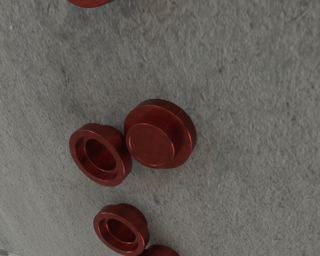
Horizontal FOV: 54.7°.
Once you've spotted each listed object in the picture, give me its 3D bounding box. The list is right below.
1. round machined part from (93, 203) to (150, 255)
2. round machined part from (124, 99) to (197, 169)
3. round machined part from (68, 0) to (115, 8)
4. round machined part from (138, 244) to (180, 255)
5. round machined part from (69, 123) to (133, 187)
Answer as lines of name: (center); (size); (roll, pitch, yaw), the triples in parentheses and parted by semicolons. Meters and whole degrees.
round machined part: (-0.061, 0.169, 0.530); (0.098, 0.042, 0.097); (13, 124, 21)
round machined part: (-0.005, 0.014, 0.406); (0.098, 0.042, 0.097); (13, 124, 20)
round machined part: (-0.071, -0.179, 0.321); (0.098, 0.042, 0.097); (13, 124, 20)
round machined part: (0.001, 0.243, 0.540); (0.098, 0.042, 0.097); (12, 127, 17)
round machined part: (-0.081, 0.035, 0.454); (0.098, 0.042, 0.097); (17, 128, 24)
